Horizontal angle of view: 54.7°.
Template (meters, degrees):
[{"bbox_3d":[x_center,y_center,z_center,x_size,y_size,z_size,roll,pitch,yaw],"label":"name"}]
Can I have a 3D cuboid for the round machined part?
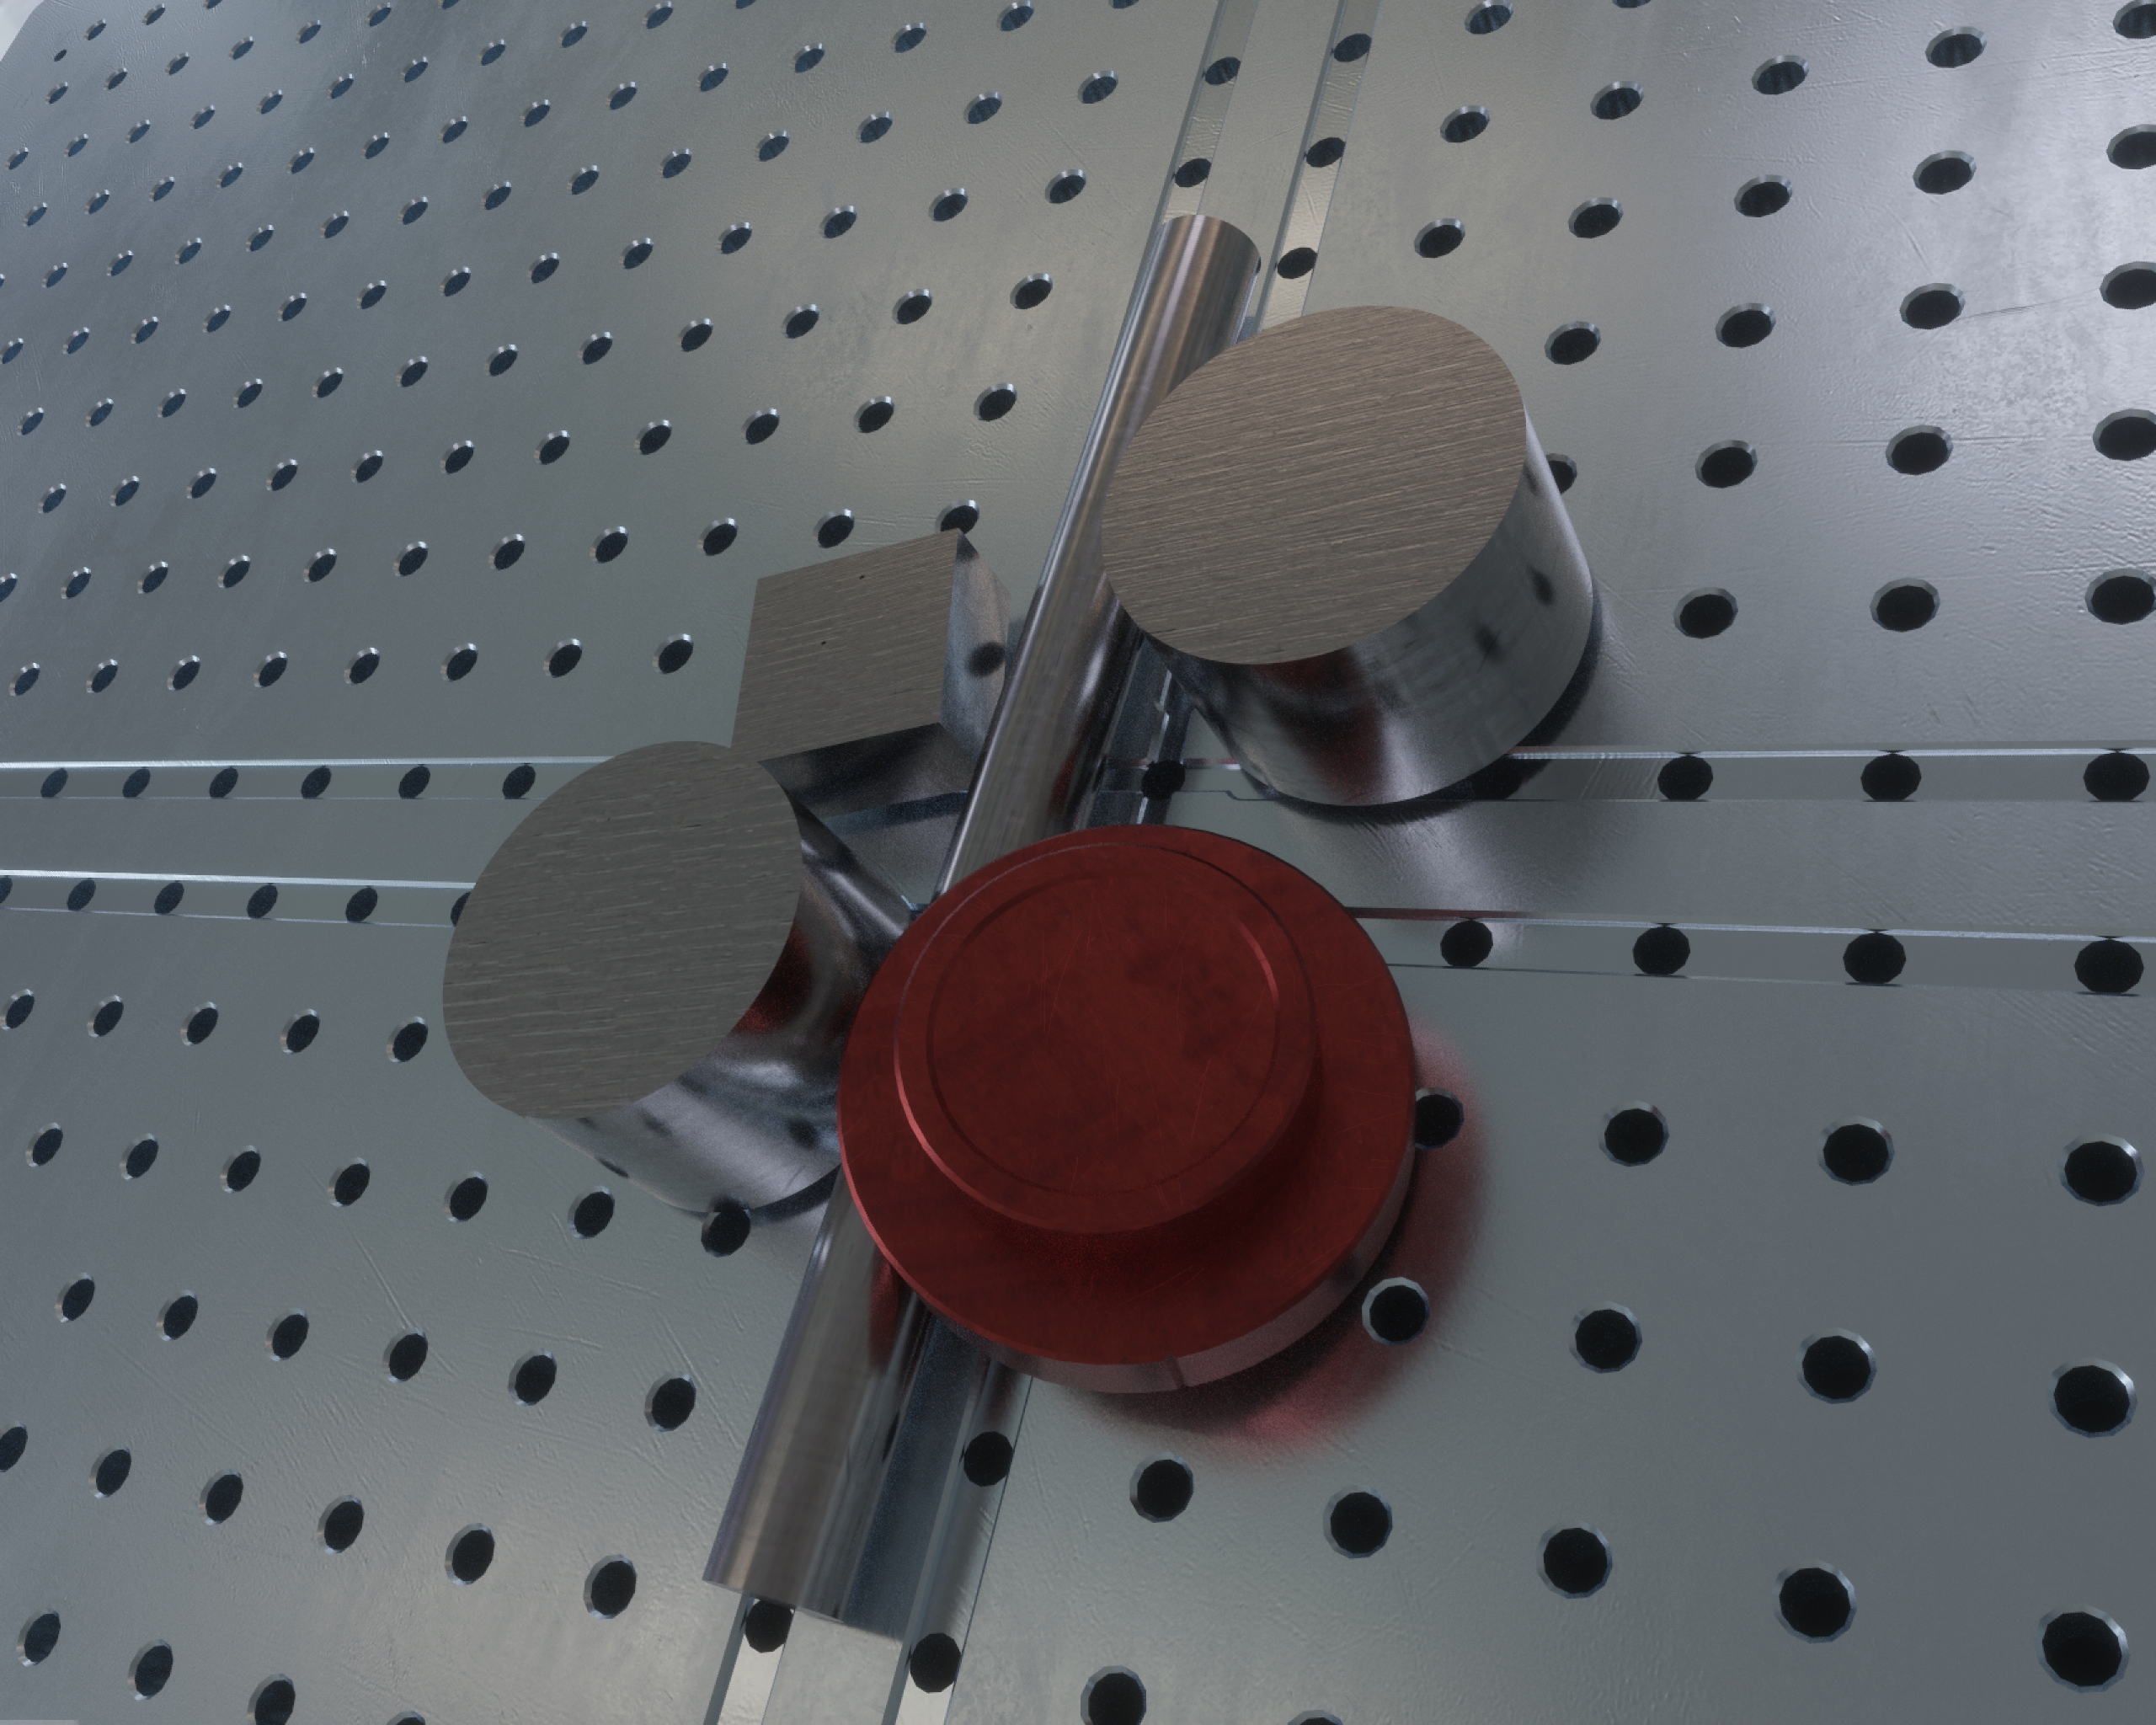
[{"bbox_3d":[0.007,0.036,0.351,0.098,0.042,0.098,-4,62,8],"label":"round machined part"}]

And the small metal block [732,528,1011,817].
[{"bbox_3d":[-0.044,-0.040,0.450,0.050,0.025,0.050,-10,57,22],"label":"small metal block"}]

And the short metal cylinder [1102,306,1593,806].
[{"bbox_3d":[0.051,-0.058,0.395,0.080,0.050,0.080,-13,56,21],"label":"short metal cylinder"}]

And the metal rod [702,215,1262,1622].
[{"bbox_3d":[-0.011,-0.006,0.413,0.025,0.025,0.300,3,63,29],"label":"metal rod"}]

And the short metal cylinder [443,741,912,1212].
[{"bbox_3d":[-0.076,0.023,0.413,0.080,0.050,0.080,-13,56,21],"label":"short metal cylinder"}]
